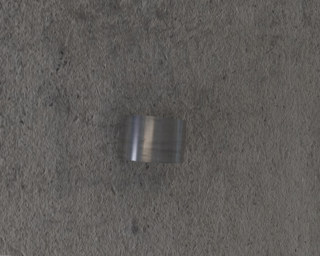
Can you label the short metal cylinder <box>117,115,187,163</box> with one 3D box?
[{"bbox_3d":[-0.010,0.013,0.376,0.081,0.080,0.050,5,89,-20],"label":"short metal cylinder"}]
